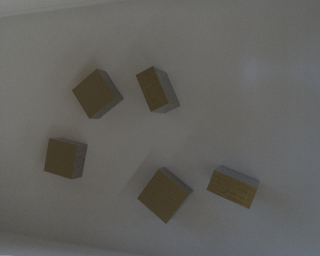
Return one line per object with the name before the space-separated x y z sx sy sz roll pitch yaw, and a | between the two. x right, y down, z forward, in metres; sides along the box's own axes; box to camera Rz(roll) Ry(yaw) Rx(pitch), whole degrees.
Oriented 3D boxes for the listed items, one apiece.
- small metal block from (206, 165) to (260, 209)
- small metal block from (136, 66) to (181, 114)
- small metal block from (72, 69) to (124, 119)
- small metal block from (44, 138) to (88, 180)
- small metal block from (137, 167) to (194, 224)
small metal block | 0.088 0.068 0.366 0.050 0.050 0.025 22 98 18
small metal block | -0.001 -0.047 0.398 0.025 0.050 0.050 -25 82 18
small metal block | -0.089 -0.048 0.442 0.050 0.025 0.050 -37 79 16
small metal block | -0.140 0.044 0.460 0.050 0.025 0.050 12 94 19
small metal block | 0.007 0.088 0.408 0.050 0.025 0.050 38 102 16
